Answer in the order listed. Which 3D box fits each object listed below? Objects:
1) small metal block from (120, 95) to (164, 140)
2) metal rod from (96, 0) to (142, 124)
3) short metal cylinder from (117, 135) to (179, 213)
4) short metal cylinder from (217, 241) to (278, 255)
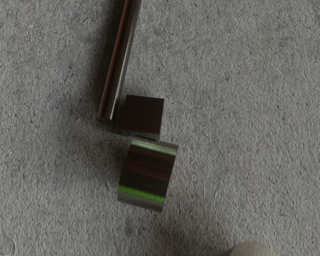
[{"bbox_3d":[-0.022,-0.014,0.413,0.050,0.025,0.050,7,70,2],"label":"small metal block"},{"bbox_3d":[-0.049,-0.148,0.461,0.025,0.025,0.299,9,70,3],"label":"metal rod"},{"bbox_3d":[-0.012,0.052,0.360,0.050,0.080,0.080,14,71,5],"label":"short metal cylinder"},{"bbox_3d":[0.089,0.164,0.318,0.081,0.050,0.080,16,48,-18],"label":"short metal cylinder"}]
